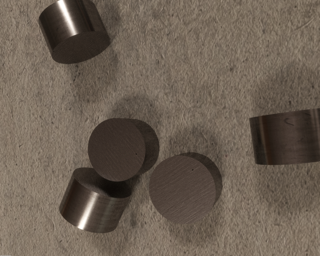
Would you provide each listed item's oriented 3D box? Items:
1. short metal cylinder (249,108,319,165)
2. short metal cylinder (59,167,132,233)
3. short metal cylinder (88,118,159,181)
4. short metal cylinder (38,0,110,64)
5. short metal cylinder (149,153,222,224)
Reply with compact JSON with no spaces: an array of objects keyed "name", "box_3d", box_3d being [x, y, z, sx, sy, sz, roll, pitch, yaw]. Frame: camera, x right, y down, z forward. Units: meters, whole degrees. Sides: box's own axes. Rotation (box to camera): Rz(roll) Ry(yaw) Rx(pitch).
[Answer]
[{"name":"short metal cylinder","box_3d":[0.140,0.009,0.330,0.080,0.080,0.050,-8,88,19]},{"name":"short metal cylinder","box_3d":[-0.084,0.093,0.408,0.080,0.080,0.050,26,99,18]},{"name":"short metal cylinder","box_3d":[-0.047,0.027,0.411,0.080,0.050,0.079,0,90,19]},{"name":"short metal cylinder","box_3d":[-0.115,-0.129,0.419,0.080,0.080,0.050,-26,82,18]},{"name":"short metal cylinder","box_3d":[0.033,0.072,0.383,0.080,0.050,0.079,0,90,19]}]
